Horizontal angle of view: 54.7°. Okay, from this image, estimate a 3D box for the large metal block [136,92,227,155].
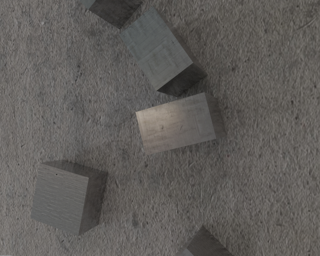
[{"bbox_3d":[0.029,-0.004,0.369,0.080,0.080,0.050,-15,85,19],"label":"large metal block"}]

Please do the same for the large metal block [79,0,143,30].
[{"bbox_3d":[-0.081,-0.186,0.408,0.050,0.080,0.080,-46,76,14],"label":"large metal block"}]

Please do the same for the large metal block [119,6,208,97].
[{"bbox_3d":[0.008,-0.088,0.377,0.050,0.080,0.080,-36,79,16],"label":"large metal block"}]

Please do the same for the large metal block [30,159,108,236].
[{"bbox_3d":[-0.128,0.095,0.441,0.080,0.050,0.080,12,94,19],"label":"large metal block"}]

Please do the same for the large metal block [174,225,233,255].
[{"bbox_3d":[0.055,0.172,0.360,0.080,0.080,0.050,43,104,15],"label":"large metal block"}]
